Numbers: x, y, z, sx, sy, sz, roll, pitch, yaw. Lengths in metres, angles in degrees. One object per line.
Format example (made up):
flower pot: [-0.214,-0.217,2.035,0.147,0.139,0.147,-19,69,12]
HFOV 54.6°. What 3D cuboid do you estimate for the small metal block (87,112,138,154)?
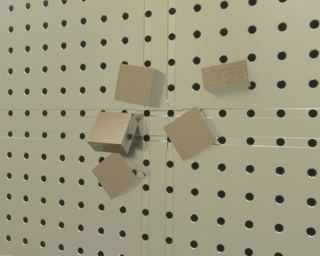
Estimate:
small metal block: [-0.064,0.006,0.423,0.050,0.025,0.050,3,56,20]

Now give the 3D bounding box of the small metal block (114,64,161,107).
small metal block: [-0.031,-0.058,0.424,0.050,0.025,0.050,12,94,19]

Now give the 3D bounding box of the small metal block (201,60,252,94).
small metal block: [0.081,-0.060,0.371,0.050,0.050,0.025,-8,88,20]

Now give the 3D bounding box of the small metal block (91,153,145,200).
small metal block: [-0.058,0.063,0.434,0.050,0.025,0.050,-40,77,15]

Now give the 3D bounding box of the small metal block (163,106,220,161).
small metal block: [0.041,0.007,0.399,0.050,0.025,0.050,-34,79,17]
